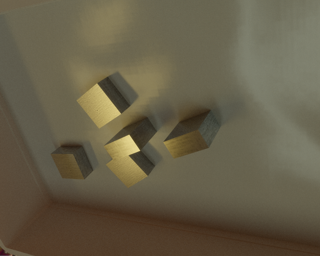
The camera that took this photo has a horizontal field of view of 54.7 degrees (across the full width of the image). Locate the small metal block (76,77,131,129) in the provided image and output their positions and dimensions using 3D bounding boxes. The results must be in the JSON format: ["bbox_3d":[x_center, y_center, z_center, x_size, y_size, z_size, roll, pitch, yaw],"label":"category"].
[{"bbox_3d":[-0.078,-0.034,0.427,0.050,0.025,0.050,-30,103,37],"label":"small metal block"}]

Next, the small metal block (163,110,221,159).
[{"bbox_3d":[0.040,0.008,0.375,0.050,0.050,0.025,-22,107,36],"label":"small metal block"}]

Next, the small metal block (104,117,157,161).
[{"bbox_3d":[-0.040,0.015,0.421,0.050,0.050,0.025,-23,106,36],"label":"small metal block"}]

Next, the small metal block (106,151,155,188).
[{"bbox_3d":[-0.045,0.056,0.465,0.050,0.025,0.050,48,129,-6],"label":"small metal block"}]

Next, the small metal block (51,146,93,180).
[{"bbox_3d":[-0.147,0.058,0.520,0.050,0.025,0.050,-3,117,29],"label":"small metal block"}]
